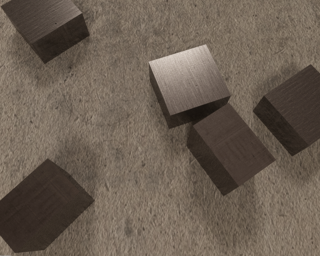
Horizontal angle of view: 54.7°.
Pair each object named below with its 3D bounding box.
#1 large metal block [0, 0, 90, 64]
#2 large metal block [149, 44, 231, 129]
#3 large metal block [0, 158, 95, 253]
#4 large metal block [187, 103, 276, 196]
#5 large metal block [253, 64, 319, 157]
[{"bbox_3d":[-0.164,-0.155,0.449,0.080,0.050,0.080,-38,75,-13],"label":"large metal block"},{"bbox_3d":[0.037,-0.055,0.415,0.081,0.050,0.080,-19,71,-7],"label":"large metal block"},{"bbox_3d":[-0.127,0.088,0.345,0.050,0.080,0.080,42,75,13],"label":"large metal block"},{"bbox_3d":[0.079,0.029,0.369,0.050,0.080,0.080,-33,74,-11],"label":"large metal block"},{"bbox_3d":[0.185,-0.023,0.405,0.080,0.050,0.080,-33,74,-12],"label":"large metal block"}]
